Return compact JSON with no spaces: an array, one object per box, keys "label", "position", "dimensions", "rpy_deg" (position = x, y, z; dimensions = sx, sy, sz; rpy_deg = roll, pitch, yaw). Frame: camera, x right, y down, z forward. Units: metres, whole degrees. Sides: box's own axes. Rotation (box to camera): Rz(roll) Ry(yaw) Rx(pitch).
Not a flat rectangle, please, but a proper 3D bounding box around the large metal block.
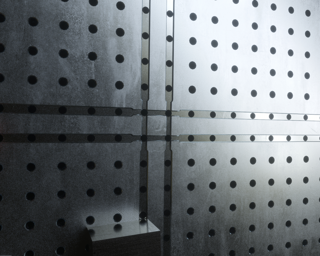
[{"label":"large metal block","position":[-0.045,0.165,0.383],"dimensions":[0.081,0.050,0.080],"rpy_deg":[-2,91,-20]}]
